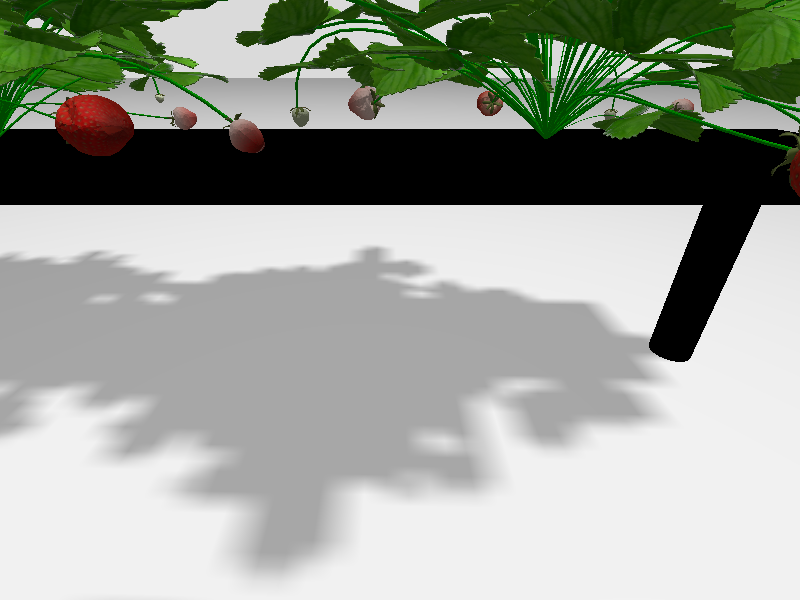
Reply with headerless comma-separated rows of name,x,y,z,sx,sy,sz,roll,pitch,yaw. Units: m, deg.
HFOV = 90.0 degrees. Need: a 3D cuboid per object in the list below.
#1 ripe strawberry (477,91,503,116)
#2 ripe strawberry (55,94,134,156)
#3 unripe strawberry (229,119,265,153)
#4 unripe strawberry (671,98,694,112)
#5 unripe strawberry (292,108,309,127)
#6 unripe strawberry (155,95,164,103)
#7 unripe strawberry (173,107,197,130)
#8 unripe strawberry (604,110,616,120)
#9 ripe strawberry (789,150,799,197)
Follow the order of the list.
ripe strawberry,0.102,-0.225,0.460,0.030,0.027,0.027,-3,21,-5
ripe strawberry,-0.188,-0.108,0.250,0.037,0.036,0.040,16,34,24
unripe strawberry,-0.102,-0.109,0.269,0.020,0.023,0.023,-44,10,32
unripe strawberry,0.289,-0.194,0.411,0.025,0.024,0.023,-16,34,-27
unripe strawberry,-0.089,-0.164,0.360,0.016,0.015,0.014,6,31,10
unripe strawberry,-0.304,-0.254,0.506,0.009,0.010,0.010,4,31,6
unripe strawberry,-0.202,-0.171,0.377,0.020,0.020,0.019,-13,33,-22
unripe strawberry,0.221,-0.193,0.421,0.011,0.012,0.012,25,38,36
ripe strawberry,0.188,-0.055,0.160,0.039,0.041,0.042,-11,33,-17
